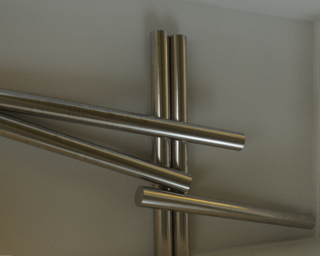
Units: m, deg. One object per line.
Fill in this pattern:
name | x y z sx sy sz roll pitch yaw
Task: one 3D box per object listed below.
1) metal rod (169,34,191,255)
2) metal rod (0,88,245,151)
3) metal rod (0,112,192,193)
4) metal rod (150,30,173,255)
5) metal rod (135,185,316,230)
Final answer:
metal rod | 0.026 0.026 0.418 0.025 0.025 0.298 -1 91 -20
metal rod | -0.039 -0.007 0.375 0.302 0.025 0.025 10 87 -13
metal rod | -0.103 0.021 0.358 0.302 0.025 0.025 20 83 -14
metal rod | 0.002 0.024 0.409 0.025 0.025 0.298 -1 91 -20
metal rod | 0.107 0.115 0.432 0.302 0.025 0.025 15 85 -25
